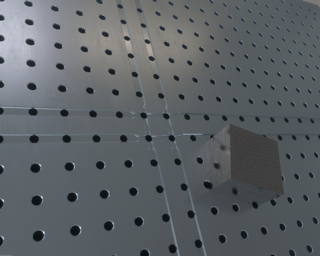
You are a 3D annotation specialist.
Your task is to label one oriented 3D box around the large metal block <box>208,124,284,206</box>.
[{"bbox_3d":[0.115,0.051,0.422,0.080,0.050,0.080,19,54,-17],"label":"large metal block"}]
